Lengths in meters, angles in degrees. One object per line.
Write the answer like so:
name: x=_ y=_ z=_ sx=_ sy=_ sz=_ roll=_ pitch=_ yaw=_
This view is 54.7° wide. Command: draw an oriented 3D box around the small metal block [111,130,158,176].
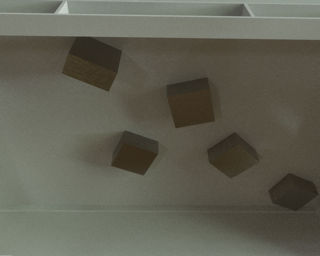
small metal block: x=-0.036 y=0.036 z=0.440 sx=0.050 sy=0.025 sz=0.050 roll=20 pitch=127 yaw=-16

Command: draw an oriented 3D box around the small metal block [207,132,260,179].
small metal block: x=0.105 y=0.040 z=0.444 sx=0.050 sy=0.025 sz=0.050 roll=-37 pitch=121 yaw=27

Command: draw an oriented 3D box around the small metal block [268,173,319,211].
small metal block: x=0.214 y=0.104 z=0.500 sx=0.050 sy=0.025 sz=0.050 roll=21 pitch=127 yaw=-17

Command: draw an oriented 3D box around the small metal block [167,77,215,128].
small metal block: x=0.038 y=-0.030 z=0.383 sx=0.050 sy=0.025 sz=0.050 roll=-10 pitch=130 yaw=8

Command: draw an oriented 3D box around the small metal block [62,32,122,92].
small metal block: x=-0.071 y=-0.071 z=0.331 sx=0.050 sy=0.050 sz=0.025 roll=21 pitch=127 yaw=-17
